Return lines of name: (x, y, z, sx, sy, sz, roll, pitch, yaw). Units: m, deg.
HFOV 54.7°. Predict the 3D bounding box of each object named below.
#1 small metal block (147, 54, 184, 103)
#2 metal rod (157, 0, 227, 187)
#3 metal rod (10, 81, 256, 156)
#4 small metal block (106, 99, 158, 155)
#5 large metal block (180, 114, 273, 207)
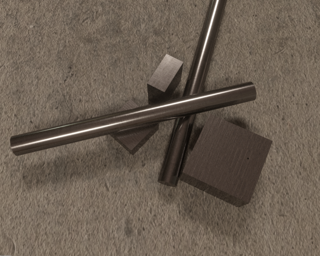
small metal block: (0.007, -0.062, 0.418, 0.025, 0.050, 0.050, 28, 72, 9)
metal rod: (0.050, -0.066, 0.432, 0.025, 0.025, 0.299, 15, 70, 5)
metal rod: (-0.028, -0.013, 0.385, 0.302, 0.025, 0.025, -13, 71, -5)
small metal block: (-0.037, -0.001, 0.408, 0.050, 0.025, 0.050, 41, 75, 13)
large metal block: (0.079, 0.041, 0.381, 0.080, 0.050, 0.080, 25, 72, 8)
